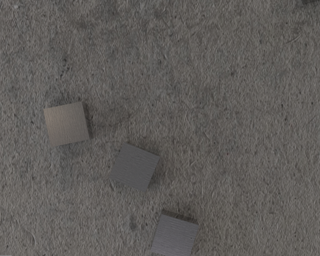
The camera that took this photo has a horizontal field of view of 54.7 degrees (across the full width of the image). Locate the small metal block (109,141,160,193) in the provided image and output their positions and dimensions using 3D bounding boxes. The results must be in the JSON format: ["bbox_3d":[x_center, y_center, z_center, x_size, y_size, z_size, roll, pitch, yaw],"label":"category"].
[{"bbox_3d":[-0.033,0.050,0.410,0.050,0.025,0.050,23,90,0],"label":"small metal block"}]

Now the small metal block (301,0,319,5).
[{"bbox_3d":[0.213,-0.199,0.411,0.050,0.025,0.050,-15,90,0],"label":"small metal block"}]

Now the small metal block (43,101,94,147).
[{"bbox_3d":[-0.120,-0.005,0.409,0.050,0.025,0.050,-12,90,0],"label":"small metal block"}]

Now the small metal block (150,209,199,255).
[{"bbox_3d":[0.019,0.141,0.410,0.050,0.025,0.050,17,90,0],"label":"small metal block"}]
